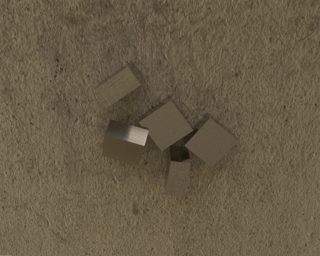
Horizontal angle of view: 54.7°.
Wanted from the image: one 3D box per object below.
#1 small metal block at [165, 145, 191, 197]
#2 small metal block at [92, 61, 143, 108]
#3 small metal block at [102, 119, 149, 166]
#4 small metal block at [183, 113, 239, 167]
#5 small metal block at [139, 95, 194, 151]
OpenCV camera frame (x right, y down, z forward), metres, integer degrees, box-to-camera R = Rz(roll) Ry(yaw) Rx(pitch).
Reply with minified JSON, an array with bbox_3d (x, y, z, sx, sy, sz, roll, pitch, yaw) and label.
[{"bbox_3d":[0.023,0.057,0.418,0.025,0.050,0.050,7,110,-3],"label":"small metal block"},{"bbox_3d":[-0.049,-0.054,0.376,0.050,0.050,0.025,-32,107,11],"label":"small metal block"},{"bbox_3d":[-0.046,0.020,0.403,0.050,0.025,0.050,16,142,-3],"label":"small metal block"},{"bbox_3d":[0.067,0.016,0.416,0.050,0.025,0.050,38,106,-13],"label":"small metal block"},{"bbox_3d":[0.008,-0.006,0.407,0.050,0.025,0.050,-34,107,11],"label":"small metal block"}]
